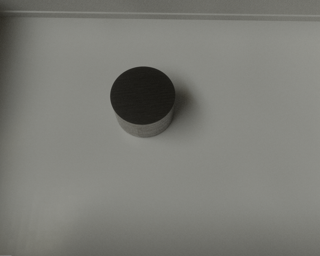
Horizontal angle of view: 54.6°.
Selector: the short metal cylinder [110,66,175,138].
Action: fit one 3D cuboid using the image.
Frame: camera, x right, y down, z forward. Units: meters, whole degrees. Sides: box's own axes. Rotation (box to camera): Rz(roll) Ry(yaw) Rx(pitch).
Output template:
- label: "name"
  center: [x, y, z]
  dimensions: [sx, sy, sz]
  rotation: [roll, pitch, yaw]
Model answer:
- label: "short metal cylinder"
  center: [-0.021, -0.033, 0.406]
  dimensions: [0.080, 0.050, 0.080]
  rotation: [0, 70, 0]
